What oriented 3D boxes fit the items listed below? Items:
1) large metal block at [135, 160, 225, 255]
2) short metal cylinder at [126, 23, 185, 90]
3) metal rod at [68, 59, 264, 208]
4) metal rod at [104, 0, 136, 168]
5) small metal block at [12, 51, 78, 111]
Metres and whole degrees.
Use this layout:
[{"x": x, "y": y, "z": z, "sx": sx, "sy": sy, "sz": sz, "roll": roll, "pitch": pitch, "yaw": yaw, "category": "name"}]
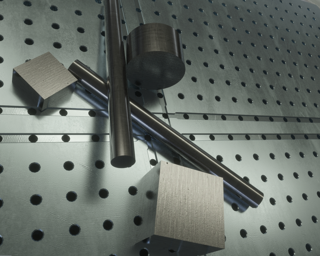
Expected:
[{"x": 0.024, "y": 0.092, "z": 0.349, "sx": 0.081, "sy": 0.050, "sz": 0.080, "roll": 18, "pitch": 55, "yaw": -18, "category": "large metal block"}, {"x": -0.007, "y": -0.097, "z": 0.428, "sx": 0.081, "sy": 0.080, "sz": 0.050, "roll": 10, "pitch": 58, "yaw": -23, "category": "short metal cylinder"}, {"x": 0.010, "y": 0.010, "z": 0.406, "sx": 0.301, "sy": 0.025, "sz": 0.025, "roll": 36, "pitch": 51, "yaw": -5, "category": "metal rod"}, {"x": -0.057, "y": -0.084, "z": 0.401, "sx": 0.025, "sy": 0.025, "sz": 0.300, "roll": 9, "pitch": 49, "yaw": -23, "category": "metal rod"}, {"x": -0.137, "y": -0.057, "z": 0.369, "sx": 0.050, "sy": 0.025, "sz": 0.050, "roll": 45, "pitch": 51, "yaw": 3, "category": "small metal block"}]
